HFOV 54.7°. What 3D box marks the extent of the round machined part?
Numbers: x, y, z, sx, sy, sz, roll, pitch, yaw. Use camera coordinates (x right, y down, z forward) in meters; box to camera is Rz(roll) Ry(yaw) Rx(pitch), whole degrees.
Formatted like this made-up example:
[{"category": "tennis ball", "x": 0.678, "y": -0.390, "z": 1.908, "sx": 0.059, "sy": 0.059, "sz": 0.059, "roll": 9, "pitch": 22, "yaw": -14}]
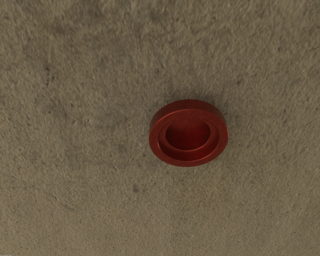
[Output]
[{"category": "round machined part", "x": 0.036, "y": 0.002, "z": 0.399, "sx": 0.099, "sy": 0.042, "sz": 0.097, "roll": -1, "pitch": 130, "yaw": 0}]
